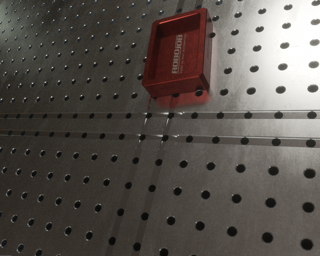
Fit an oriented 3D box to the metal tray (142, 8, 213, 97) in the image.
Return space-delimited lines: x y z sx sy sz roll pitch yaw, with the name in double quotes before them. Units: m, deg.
"metal tray" 0.028 -0.112 0.457 0.090 0.030 0.130 -6 59 24
